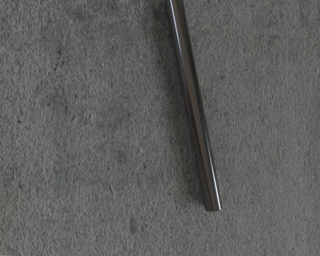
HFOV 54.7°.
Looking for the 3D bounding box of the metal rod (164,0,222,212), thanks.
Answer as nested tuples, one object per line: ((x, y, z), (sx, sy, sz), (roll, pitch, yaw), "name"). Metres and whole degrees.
((0.046, -0.032, 0.427), (0.025, 0.025, 0.298), (-13, 95, -20), "metal rod")
